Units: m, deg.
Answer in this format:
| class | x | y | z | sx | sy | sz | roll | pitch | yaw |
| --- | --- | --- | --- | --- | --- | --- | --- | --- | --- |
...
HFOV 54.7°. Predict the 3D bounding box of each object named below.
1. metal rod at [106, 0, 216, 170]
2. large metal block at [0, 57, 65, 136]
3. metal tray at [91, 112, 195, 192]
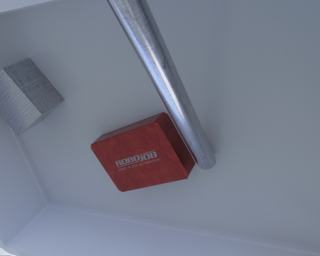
| class | x | y | z | sx | sy | sz | roll | pitch | yaw |
| --- | --- | --- | --- | --- | --- | --- | --- | --- | --- |
| metal rod | 0.010 | -0.038 | 0.290 | 0.025 | 0.025 | 0.300 | 4 | 149 | 26 |
| large metal block | -0.207 | -0.046 | 0.471 | 0.080 | 0.050 | 0.080 | -31 | 102 | 37 |
| metal tray | -0.027 | 0.039 | 0.442 | 0.130 | 0.030 | 0.090 | -19 | 109 | 35 |
